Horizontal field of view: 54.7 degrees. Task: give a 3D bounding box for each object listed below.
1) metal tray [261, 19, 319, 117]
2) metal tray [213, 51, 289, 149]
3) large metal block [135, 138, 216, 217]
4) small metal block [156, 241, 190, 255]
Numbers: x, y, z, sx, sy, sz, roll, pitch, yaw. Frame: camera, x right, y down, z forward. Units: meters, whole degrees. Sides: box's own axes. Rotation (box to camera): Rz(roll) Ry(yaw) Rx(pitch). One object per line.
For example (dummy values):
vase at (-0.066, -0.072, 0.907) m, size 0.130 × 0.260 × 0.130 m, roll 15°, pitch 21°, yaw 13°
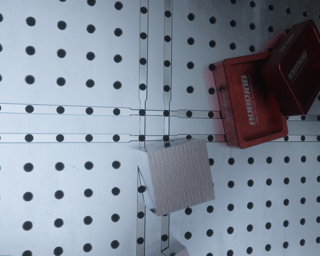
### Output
metal tray at (0.210, -0.091, 0.466) m, size 0.130 × 0.030 × 0.090 m, roll -49°, pitch 114°, yaw -28°
metal tray at (0.136, -0.042, 0.461) m, size 0.091 × 0.030 × 0.129 m, roll -14°, pitch 95°, yaw -20°
large metal block at (0.019, 0.060, 0.408) m, size 0.081 × 0.050 × 0.079 m, roll -11°, pitch 94°, yaw -20°
small metal block at (0.019, 0.193, 0.421) m, size 0.050 × 0.025 × 0.050 m, roll -25°, pitch 99°, yaw -19°
